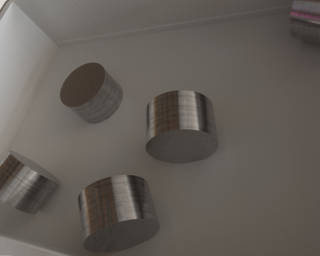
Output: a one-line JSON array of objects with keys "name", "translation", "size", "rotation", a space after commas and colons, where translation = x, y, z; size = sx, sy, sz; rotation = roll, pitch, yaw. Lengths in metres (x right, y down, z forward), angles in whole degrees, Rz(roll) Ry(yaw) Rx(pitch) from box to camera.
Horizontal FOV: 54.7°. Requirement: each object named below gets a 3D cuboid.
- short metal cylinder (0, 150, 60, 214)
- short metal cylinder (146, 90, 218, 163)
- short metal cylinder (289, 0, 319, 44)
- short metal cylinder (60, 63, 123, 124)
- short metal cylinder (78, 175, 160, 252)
[{"name": "short metal cylinder", "translation": [-0.187, 0.074, 0.424], "size": [0.080, 0.080, 0.050], "rotation": [26, 76, 37]}, {"name": "short metal cylinder", "translation": [0.024, 0.001, 0.357], "size": [0.080, 0.080, 0.050], "rotation": [-14, 56, 20]}, {"name": "short metal cylinder", "translation": [0.193, -0.136, 0.353], "size": [0.050, 0.080, 0.080], "rotation": [31, 79, 38]}, {"name": "short metal cylinder", "translation": [-0.105, -0.054, 0.478], "size": [0.080, 0.050, 0.080], "rotation": [-13, 56, 21]}, {"name": "short metal cylinder", "translation": [-0.045, 0.094, 0.337], "size": [0.080, 0.080, 0.050], "rotation": [-28, 52, 11]}]
